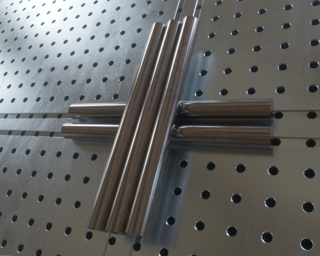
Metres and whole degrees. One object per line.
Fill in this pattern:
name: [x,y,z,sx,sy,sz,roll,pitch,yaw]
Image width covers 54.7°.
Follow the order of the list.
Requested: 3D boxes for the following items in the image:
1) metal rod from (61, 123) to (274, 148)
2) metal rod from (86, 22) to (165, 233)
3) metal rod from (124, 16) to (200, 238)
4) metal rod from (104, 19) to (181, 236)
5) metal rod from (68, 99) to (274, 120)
metal rod: [-0.011,0.007,0.408,0.300,0.025,0.025,1,62,28]
metal rod: [-0.035,-0.019,0.405,0.025,0.025,0.300,1,62,28]
metal rod: [0.010,-0.020,0.383,0.025,0.025,0.300,1,62,28]
metal rod: [-0.013,-0.019,0.394,0.025,0.025,0.300,1,62,28]
metal rod: [-0.004,-0.024,0.424,0.300,0.025,0.025,1,62,28]
